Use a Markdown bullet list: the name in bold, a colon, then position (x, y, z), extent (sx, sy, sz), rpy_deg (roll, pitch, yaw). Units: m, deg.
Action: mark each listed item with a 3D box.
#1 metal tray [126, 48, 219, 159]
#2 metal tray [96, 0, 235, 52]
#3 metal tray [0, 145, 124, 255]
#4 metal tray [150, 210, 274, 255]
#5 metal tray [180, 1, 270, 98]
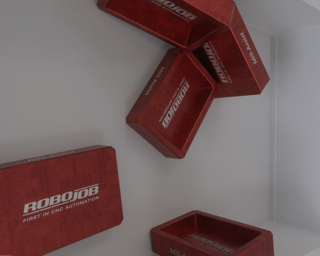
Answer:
- **metal tray**: position (0.022, -0.035, 0.421), extent (0.090, 0.030, 0.130), rpy_deg (43, 64, -31)
- **metal tray**: position (0.005, -0.137, 0.347), extent (0.131, 0.090, 0.030), rpy_deg (20, 76, -23)
- **metal tray**: position (-0.104, 0.072, 0.316), extent (0.131, 0.030, 0.089), rpy_deg (-10, 97, -39)
- **metal tray**: position (0.062, 0.144, 0.390), extent (0.091, 0.130, 0.030), rpy_deg (-10, 97, -40)
- **metal tray**: position (0.086, -0.103, 0.435), extent (0.030, 0.090, 0.130), rpy_deg (-51, 120, -28)
